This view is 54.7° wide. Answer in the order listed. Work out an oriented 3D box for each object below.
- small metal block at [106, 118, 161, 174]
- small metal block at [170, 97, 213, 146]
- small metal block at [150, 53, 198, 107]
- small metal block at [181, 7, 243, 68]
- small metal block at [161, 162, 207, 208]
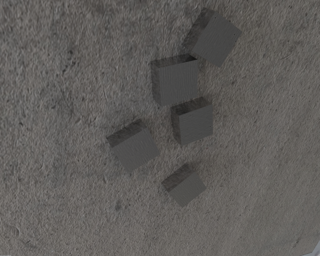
[{"bbox_3d":[-0.034,0.024,0.403,0.050,0.025,0.050,-31,129,-9],"label":"small metal block"},{"bbox_3d":[0.044,-0.009,0.425,0.050,0.025,0.050,-20,126,-17],"label":"small metal block"},{"bbox_3d":[0.018,-0.059,0.380,0.050,0.025,0.050,-17,125,-19],"label":"small metal block"},{"bbox_3d":[0.063,-0.108,0.374,0.050,0.025,0.050,21,107,-36],"label":"small metal block"},{"bbox_3d":[0.038,0.090,0.483,0.050,0.025,0.050,-38,129,-3],"label":"small metal block"}]
